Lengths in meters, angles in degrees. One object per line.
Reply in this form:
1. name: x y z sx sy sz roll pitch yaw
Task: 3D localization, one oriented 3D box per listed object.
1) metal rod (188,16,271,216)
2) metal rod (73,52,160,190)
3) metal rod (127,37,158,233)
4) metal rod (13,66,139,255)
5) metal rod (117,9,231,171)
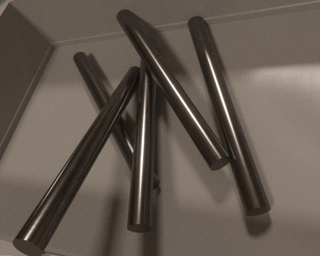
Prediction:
1. metal rod: 0.075 -0.039 0.389 0.025 0.025 0.299 -21 54 15
2. metal rod: -0.077 -0.028 0.461 0.025 0.025 0.300 -37 51 3
3. metal rod: -0.019 -0.017 0.403 0.025 0.025 0.300 -15 49 19
4. metal rod: -0.071 0.006 0.362 0.025 0.025 0.301 -9 34 23
5. metal rod: 0.003 -0.070 0.413 0.025 0.025 0.299 -33 56 6
